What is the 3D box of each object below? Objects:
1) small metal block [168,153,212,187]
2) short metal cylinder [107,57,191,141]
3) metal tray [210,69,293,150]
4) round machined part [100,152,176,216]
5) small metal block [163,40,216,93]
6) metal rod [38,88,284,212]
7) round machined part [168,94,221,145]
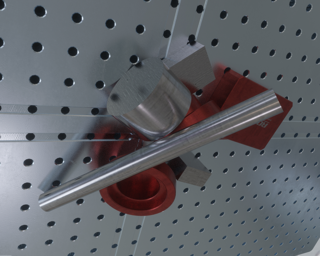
[{"bbox_3d":[0.039,0.057,0.451,0.050,0.050,0.025,21,107,-36],"label":"small metal block"},{"bbox_3d":[-0.012,-0.032,0.346,0.080,0.080,0.050,-45,124,3],"label":"short metal cylinder"},{"bbox_3d":[0.130,-0.023,0.465,0.131,0.030,0.090,17,109,-35],"label":"metal tray"},{"bbox_3d":[-0.027,0.069,0.410,0.099,0.042,0.097,2,127,3],"label":"round machined part"},{"bbox_3d":[0.036,-0.072,0.386,0.050,0.025,0.050,-33,129,-7],"label":"small metal block"},{"bbox_3d":[-0.017,0.034,0.342,0.300,0.025,0.025,-25,133,20],"label":"metal rod"},{"bbox_3d":[0.027,-0.006,0.389,0.098,0.042,0.098,-35,174,-4],"label":"round machined part"}]
